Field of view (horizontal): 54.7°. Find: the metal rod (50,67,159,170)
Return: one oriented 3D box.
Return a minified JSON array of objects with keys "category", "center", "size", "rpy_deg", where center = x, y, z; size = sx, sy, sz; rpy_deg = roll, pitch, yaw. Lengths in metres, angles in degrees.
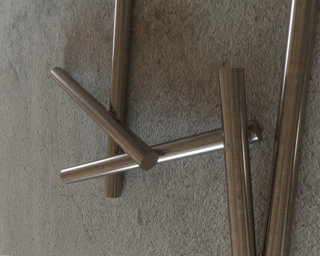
[{"category":"metal rod","center":[-0.099,-0.030,0.458],"size":[0.300,0.025,0.025],"rpy_deg":[38,114,42]}]

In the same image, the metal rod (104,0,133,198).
[{"category":"metal rod","center":[-0.061,-0.047,0.455],"size":[0.025,0.025,0.298],"rpy_deg":[6,94,40]}]

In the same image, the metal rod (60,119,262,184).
[{"category":"metal rod","center":[-0.021,0.038,0.400],"size":[0.300,0.025,0.025],"rpy_deg":[-16,80,31]}]

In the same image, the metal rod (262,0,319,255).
[{"category":"metal rod","center":[0.125,0.008,0.301],"size":[0.025,0.025,0.298],"rpy_deg":[8,95,40]}]

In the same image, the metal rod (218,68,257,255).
[{"category":"metal rod","center":[0.083,0.091,0.314],"size":[0.025,0.025,0.298],"rpy_deg":[-1,96,40]}]
